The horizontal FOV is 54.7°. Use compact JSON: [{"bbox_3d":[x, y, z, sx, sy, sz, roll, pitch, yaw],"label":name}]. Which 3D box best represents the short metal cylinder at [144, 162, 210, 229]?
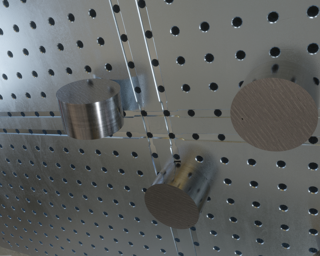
[{"bbox_3d":[0.025,0.096,0.441,0.080,0.050,0.079,13,124,21],"label":"short metal cylinder"}]

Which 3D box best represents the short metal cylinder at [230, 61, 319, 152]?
[{"bbox_3d":[0.118,-0.023,0.318,0.080,0.050,0.079,13,124,21],"label":"short metal cylinder"}]

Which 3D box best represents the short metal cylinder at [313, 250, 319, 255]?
[{"bbox_3d":[0.227,0.190,0.373,0.080,0.080,0.050,-9,114,32],"label":"short metal cylinder"}]

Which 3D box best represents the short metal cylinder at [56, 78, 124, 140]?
[{"bbox_3d":[-0.090,-0.027,0.407,0.080,0.080,0.050,11,123,22],"label":"short metal cylinder"}]
